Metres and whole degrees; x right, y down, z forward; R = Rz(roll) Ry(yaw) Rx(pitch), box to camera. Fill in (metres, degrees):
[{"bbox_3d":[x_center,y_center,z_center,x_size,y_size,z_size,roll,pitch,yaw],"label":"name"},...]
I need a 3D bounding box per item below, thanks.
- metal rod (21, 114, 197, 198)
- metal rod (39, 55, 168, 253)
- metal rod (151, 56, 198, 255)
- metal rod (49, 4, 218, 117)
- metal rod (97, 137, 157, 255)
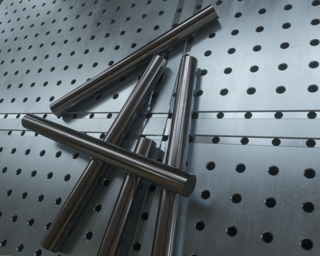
[{"bbox_3d":[-0.088,0.025,0.403,0.300,0.025,0.025,17,70,34],"label":"metal rod"},{"bbox_3d":[-0.069,0.024,0.428,0.025,0.025,0.300,18,71,34],"label":"metal rod"},{"bbox_3d":[0.020,0.036,0.374,0.025,0.025,0.299,-4,59,25],"label":"metal rod"},{"bbox_3d":[-0.046,-0.103,0.493,0.301,0.025,0.025,-30,52,8],"label":"metal rod"},{"bbox_3d":[-0.060,0.149,0.346,0.025,0.025,0.300,5,64,30],"label":"metal rod"}]
